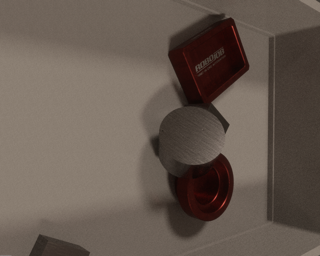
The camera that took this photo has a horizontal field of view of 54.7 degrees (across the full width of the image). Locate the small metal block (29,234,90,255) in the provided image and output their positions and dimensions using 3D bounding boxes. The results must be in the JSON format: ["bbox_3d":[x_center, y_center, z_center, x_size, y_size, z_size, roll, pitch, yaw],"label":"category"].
[{"bbox_3d":[-0.108,0.143,0.317,0.050,0.025,0.050,34,69,-35],"label":"small metal block"}]

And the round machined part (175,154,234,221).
[{"bbox_3d":[0.060,0.081,0.449,0.099,0.042,0.097,0,90,-40],"label":"round machined part"}]

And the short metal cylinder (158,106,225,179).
[{"bbox_3d":[0.038,0.019,0.397,0.080,0.080,0.050,-56,166,-25],"label":"short metal cylinder"}]

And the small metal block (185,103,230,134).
[{"bbox_3d":[0.063,-0.010,0.445,0.050,0.050,0.025,44,64,-32],"label":"small metal block"}]

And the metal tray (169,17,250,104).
[{"bbox_3d":[0.080,-0.102,0.472,0.131,0.030,0.090,-39,114,-33],"label":"metal tray"}]
